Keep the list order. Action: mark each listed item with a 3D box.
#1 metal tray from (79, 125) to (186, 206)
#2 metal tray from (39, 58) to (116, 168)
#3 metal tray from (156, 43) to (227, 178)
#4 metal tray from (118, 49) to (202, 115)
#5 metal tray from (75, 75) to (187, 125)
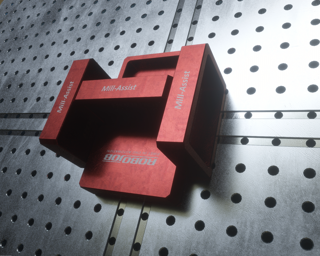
[{"bbox_3d":[-0.031,0.043,0.392,0.130,0.030,0.090,1,62,28],"label":"metal tray"},{"bbox_3d":[-0.101,-0.019,0.429,0.030,0.090,0.130,1,62,28],"label":"metal tray"},{"bbox_3d":[0.042,-0.019,0.354,0.030,0.090,0.130,1,62,28],"label":"metal tray"},{"bbox_3d":[-0.001,-0.064,0.443,0.130,0.030,0.090,1,62,28],"label":"metal tray"},{"bbox_3d":[-0.029,-0.026,0.394,0.130,0.090,0.030,1,63,28],"label":"metal tray"}]
